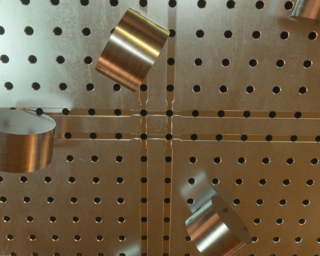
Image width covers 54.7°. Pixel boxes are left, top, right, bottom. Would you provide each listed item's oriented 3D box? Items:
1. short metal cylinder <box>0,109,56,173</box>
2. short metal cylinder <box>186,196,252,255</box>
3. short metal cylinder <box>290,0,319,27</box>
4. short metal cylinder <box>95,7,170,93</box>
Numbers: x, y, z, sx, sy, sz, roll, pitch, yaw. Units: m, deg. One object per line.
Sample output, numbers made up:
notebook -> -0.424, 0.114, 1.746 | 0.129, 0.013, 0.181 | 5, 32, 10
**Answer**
short metal cylinder -> -0.175, 0.014, 0.388 | 0.081, 0.080, 0.050 | 12, 110, -5
short metal cylinder -> 0.083, 0.144, 0.438 | 0.080, 0.080, 0.050 | 42, 105, -14
short metal cylinder -> 0.192, -0.136, 0.336 | 0.080, 0.080, 0.050 | 15, 110, -6
short metal cylinder -> -0.031, -0.087, 0.351 | 0.050, 0.080, 0.080 | 30, 107, -11
